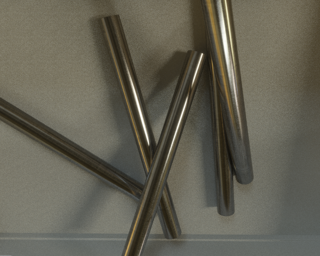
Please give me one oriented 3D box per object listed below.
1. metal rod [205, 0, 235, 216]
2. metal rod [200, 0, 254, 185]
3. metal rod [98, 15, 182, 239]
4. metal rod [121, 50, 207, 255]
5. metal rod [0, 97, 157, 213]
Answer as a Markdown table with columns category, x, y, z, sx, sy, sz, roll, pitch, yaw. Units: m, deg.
| category | x | y | z | sx | sy | sz | roll | pitch | yaw |
| --- | --- | --- | --- | --- | --- | --- | --- | --- | --- |
| metal rod | 0.079 | -0.016 | 0.405 | 0.025 | 0.025 | 0.298 | -7 | 110 | 2 |
| metal rod | 0.078 | -0.030 | 0.336 | 0.025 | 0.025 | 0.299 | -17 | 134 | 6 |
| metal rod | -0.021 | 0.010 | 0.399 | 0.025 | 0.025 | 0.298 | -14 | 104 | 5 |
| metal rod | 0.000 | 0.051 | 0.386 | 0.025 | 0.025 | 0.298 | 18 | 93 | -7 |
| metal rod | -0.114 | 0.036 | 0.423 | 0.301 | 0.025 | 0.025 | 34 | 107 | -12 |
